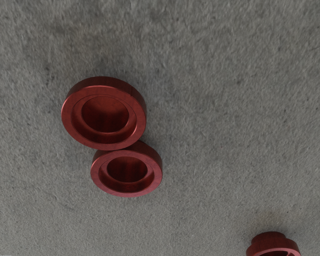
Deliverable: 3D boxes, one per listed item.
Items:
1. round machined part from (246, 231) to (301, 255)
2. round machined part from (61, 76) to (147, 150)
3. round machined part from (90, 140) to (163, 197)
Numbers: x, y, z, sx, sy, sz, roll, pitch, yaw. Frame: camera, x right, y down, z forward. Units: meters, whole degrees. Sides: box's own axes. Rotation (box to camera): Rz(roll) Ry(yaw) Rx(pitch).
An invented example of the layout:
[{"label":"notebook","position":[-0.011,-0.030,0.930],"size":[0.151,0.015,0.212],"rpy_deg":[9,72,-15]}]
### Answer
[{"label":"round machined part","position":[0.217,0.238,0.602],"size":[0.099,0.042,0.097],"rpy_deg":[-1,130,0]},{"label":"round machined part","position":[-0.065,-0.022,0.377],"size":[0.099,0.042,0.097],"rpy_deg":[-1,130,0]},{"label":"round machined part","position":[-0.046,0.052,0.440],"size":[0.099,0.042,0.097],"rpy_deg":[-1,130,0]}]
